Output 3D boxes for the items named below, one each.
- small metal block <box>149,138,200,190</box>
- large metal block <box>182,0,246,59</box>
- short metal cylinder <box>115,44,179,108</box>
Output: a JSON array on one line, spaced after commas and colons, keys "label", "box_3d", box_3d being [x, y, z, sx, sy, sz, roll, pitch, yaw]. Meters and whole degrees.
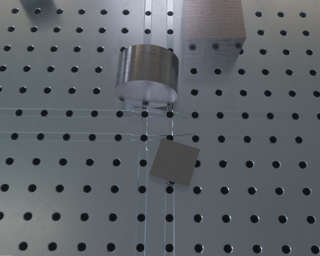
[{"label": "small metal block", "box_3d": [0.019, 0.046, 0.395, 0.050, 0.025, 0.050, 17, 71, 6]}, {"label": "large metal block", "box_3d": [0.075, -0.150, 0.454, 0.081, 0.050, 0.080, -1, 70, -1]}, {"label": "short metal cylinder", "box_3d": [-0.016, -0.065, 0.406, 0.080, 0.080, 0.050, 3, 70, 1]}]
